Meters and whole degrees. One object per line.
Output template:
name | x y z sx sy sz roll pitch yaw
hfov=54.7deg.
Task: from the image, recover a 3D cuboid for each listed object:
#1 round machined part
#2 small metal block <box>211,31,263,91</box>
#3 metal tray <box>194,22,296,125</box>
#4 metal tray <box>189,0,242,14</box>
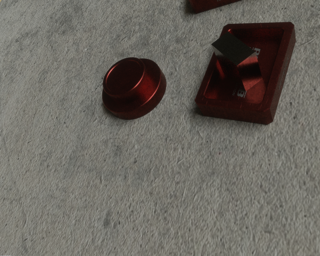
round machined part | -0.044 -0.064 0.454 0.098 0.042 0.098 -13 56 20
small metal block | 0.092 -0.079 0.371 0.025 0.050 0.050 -38 51 3
metal tray | 0.108 -0.073 0.387 0.090 0.030 0.130 10 66 32
metal tray | 0.112 -0.239 0.488 0.130 0.030 0.090 -9 58 23
